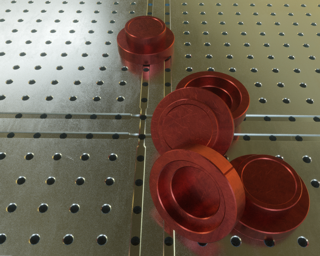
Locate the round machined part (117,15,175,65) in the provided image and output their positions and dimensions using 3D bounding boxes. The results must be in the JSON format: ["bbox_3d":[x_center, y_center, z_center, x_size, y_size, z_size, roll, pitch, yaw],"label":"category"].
[{"bbox_3d":[-0.024,-0.155,0.526,0.099,0.042,0.098,0,50,0],"label":"round machined part"}]

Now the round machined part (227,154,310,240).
[{"bbox_3d":[0.114,0.068,0.341,0.099,0.042,0.098,1,50,0],"label":"round machined part"}]

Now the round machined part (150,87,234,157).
[{"bbox_3d":[0.035,0.001,0.361,0.098,0.042,0.097,1,92,16],"label":"round machined part"}]

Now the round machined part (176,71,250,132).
[{"bbox_3d":[0.069,-0.030,0.423,0.099,0.042,0.098,0,50,0],"label":"round machined part"}]

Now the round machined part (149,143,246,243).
[{"bbox_3d":[0.040,0.062,0.315,0.098,0.097,0.042,34,33,24],"label":"round machined part"}]
